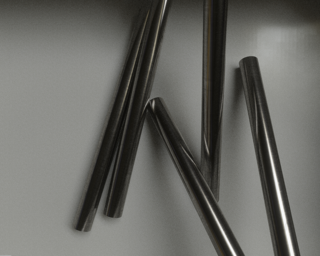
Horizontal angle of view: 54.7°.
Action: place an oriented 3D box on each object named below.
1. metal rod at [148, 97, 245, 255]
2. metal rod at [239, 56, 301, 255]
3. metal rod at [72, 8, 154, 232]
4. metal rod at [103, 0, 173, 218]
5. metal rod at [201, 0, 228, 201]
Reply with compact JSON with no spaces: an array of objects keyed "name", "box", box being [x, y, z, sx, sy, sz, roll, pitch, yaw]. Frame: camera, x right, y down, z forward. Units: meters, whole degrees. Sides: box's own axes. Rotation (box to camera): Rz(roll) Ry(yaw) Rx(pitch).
[{"name":"metal rod","box":[0.052,0.087,0.345,0.025,0.025,0.299,-26,63,0]},{"name":"metal rod","box":[0.125,0.048,0.353,0.025,0.025,0.299,-3,66,0]},{"name":"metal rod","box":[-0.059,-0.011,0.410,0.025,0.025,0.298,17,90,0]},{"name":"metal rod","box":[-0.028,-0.030,0.399,0.025,0.025,0.298,14,95,0]},{"name":"metal rod","box":[0.060,-0.041,0.354,0.025,0.025,0.298,-2,114,0]}]
